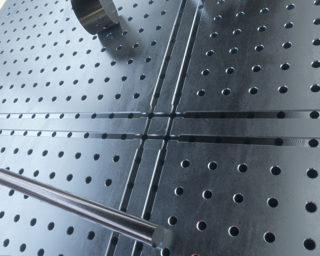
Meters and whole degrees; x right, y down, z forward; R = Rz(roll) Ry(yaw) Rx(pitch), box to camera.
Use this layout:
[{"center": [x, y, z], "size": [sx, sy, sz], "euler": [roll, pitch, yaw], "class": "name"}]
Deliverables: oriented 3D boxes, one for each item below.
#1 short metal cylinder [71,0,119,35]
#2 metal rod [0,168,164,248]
[{"center": [-0.118, -0.219, 0.570], "size": [0.050, 0.080, 0.080], "euler": [-20, 54, 16], "class": "short metal cylinder"}, {"center": [-0.128, 0.097, 0.416], "size": [0.300, 0.025, 0.025], "euler": [9, 66, 32], "class": "metal rod"}]
